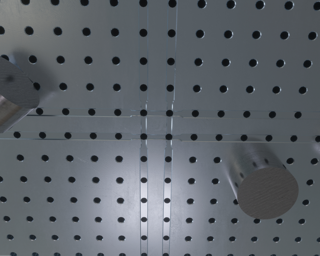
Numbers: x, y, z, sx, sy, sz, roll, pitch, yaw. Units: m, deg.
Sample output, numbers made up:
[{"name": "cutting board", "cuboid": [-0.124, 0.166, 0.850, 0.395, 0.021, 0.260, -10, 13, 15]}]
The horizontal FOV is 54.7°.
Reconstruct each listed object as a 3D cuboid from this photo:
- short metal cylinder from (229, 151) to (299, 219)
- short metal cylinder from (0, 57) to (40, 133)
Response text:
[{"name": "short metal cylinder", "cuboid": [0.142, 0.078, 0.430, 0.081, 0.050, 0.079, 0, 110, 0]}, {"name": "short metal cylinder", "cuboid": [-0.193, -0.040, 0.367, 0.050, 0.080, 0.080, -36, 106, 12]}]
